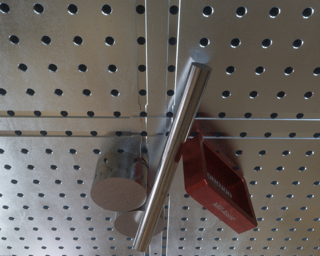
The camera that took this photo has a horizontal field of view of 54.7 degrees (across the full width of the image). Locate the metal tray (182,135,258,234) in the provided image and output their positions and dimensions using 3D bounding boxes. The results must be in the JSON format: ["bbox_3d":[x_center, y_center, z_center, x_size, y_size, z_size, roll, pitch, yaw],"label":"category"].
[{"bbox_3d":[0.084,0.080,0.437,0.030,0.090,0.130,-33,123,25],"label":"metal tray"}]

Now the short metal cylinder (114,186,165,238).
[{"bbox_3d":[-0.033,0.139,0.514,0.081,0.050,0.079,0,130,0],"label":"short metal cylinder"}]

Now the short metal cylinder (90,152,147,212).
[{"bbox_3d":[-0.059,0.081,0.464,0.081,0.050,0.079,0,130,0],"label":"short metal cylinder"}]

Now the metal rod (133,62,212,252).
[{"bbox_3d":[0.009,0.057,0.419,0.025,0.025,0.298,12,117,-10],"label":"metal rod"}]
